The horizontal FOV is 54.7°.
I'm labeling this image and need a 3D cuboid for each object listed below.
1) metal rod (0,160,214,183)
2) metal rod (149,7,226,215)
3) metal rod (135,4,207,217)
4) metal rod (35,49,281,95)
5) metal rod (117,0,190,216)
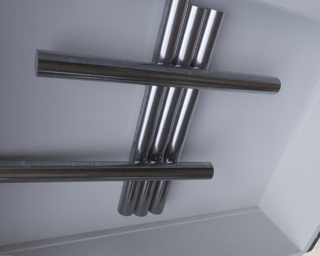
[{"bbox_3d":[-0.071,0.053,0.377,0.302,0.025,0.025,3,117,-22],"label":"metal rod"},{"bbox_3d":[0.028,-0.005,0.418,0.025,0.025,0.298,1,118,-29],"label":"metal rod"},{"bbox_3d":[0.005,-0.005,0.407,0.025,0.025,0.298,1,118,-29],"label":"metal rod"},{"bbox_3d":[0.022,-0.058,0.350,0.303,0.025,0.025,0,118,-28],"label":"metal rod"},{"bbox_3d":[-0.015,-0.010,0.393,0.025,0.025,0.298,0,118,-29],"label":"metal rod"}]
